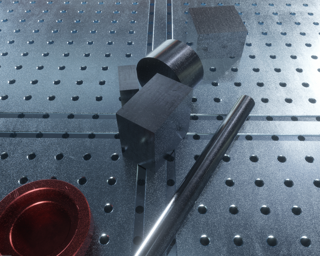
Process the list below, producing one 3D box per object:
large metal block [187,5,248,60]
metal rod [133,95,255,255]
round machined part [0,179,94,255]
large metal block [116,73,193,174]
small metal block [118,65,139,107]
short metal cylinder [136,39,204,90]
[{"bbox_3d":[0.094,-0.164,0.530,0.081,0.050,0.080,-6,50,-5],"label":"large metal block"},{"bbox_3d":[0.042,0.060,0.356,0.025,0.025,0.301,26,55,20],"label":"metal rod"},{"bbox_3d":[-0.115,0.104,0.308,0.099,0.042,0.098,0,50,0],"label":"round machined part"},{"bbox_3d":[-0.004,-0.006,0.376,0.050,0.080,0.080,27,55,21],"label":"large metal block"},{"bbox_3d":[-0.043,-0.053,0.435,0.025,0.050,0.050,-6,50,-5],"label":"small metal block"},{"bbox_3d":[0.014,-0.077,0.436,0.080,0.080,0.050,30,56,22],"label":"short metal cylinder"}]
